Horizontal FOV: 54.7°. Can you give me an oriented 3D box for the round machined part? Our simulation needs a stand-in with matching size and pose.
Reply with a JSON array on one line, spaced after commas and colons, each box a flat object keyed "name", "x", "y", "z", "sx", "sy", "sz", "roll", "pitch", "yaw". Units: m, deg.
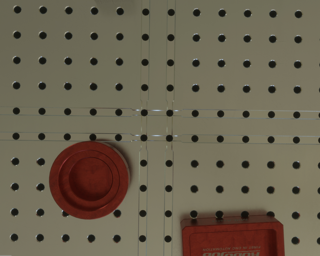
[{"name": "round machined part", "x": -0.088, "y": 0.065, "z": 0.404, "sx": 0.099, "sy": 0.042, "sz": 0.097, "roll": 0, "pitch": 90, "yaw": 0}]

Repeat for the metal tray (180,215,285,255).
[{"name": "metal tray", "x": 0.095, "y": 0.167, "z": 0.411, "sx": 0.131, "sy": 0.030, "sz": 0.089, "roll": -3, "pitch": 90, "yaw": 0}]

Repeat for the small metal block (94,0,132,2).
[{"name": "small metal block", "x": -0.064, "y": -0.185, "z": 0.400, "sx": 0.050, "sy": 0.050, "sz": 0.025, "roll": -1, "pitch": 90, "yaw": 0}]
